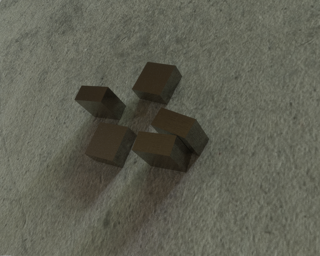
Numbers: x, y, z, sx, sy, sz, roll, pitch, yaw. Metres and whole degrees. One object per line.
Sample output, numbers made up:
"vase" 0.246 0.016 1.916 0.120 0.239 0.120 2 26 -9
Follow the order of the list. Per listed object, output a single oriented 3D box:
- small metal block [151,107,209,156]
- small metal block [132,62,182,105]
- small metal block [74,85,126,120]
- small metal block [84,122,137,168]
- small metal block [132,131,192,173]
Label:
"small metal block" 0.025 0.005 0.371 0.050 0.050 0.025 22 73 35
"small metal block" -0.004 -0.065 0.445 0.050 0.025 0.050 16 70 34
"small metal block" -0.087 -0.037 0.454 0.050 0.050 0.025 7 65 31
"small metal block" -0.067 0.022 0.424 0.050 0.025 0.050 10 66 32
"small metal block" 0.003 0.028 0.368 0.050 0.050 0.025 6 65 30
